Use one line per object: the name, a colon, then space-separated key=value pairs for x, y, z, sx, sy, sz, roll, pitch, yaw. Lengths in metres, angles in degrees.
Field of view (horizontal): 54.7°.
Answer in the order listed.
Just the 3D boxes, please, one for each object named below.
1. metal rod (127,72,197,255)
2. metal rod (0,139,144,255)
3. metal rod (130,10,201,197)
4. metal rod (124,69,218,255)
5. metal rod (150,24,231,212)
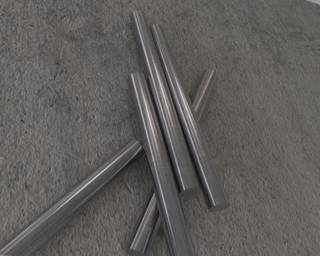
metal rod: x=0.003 y=0.054 z=0.341 sx=0.025 sy=0.025 sz=0.299 roll=3 pitch=53 yaw=-27
metal rod: x=-0.117 y=0.101 z=0.279 sx=0.025 sy=0.025 sz=0.302 roll=46 pitch=51 yaw=4
metal rod: x=-0.001 y=-0.053 z=0.416 sx=0.025 sy=0.025 sz=0.299 roll=3 pitch=55 yaw=-27
metal rod: x=0.028 y=0.021 z=0.405 sx=0.025 sy=0.025 sz=0.301 roll=32 pitch=51 yaw=-8
metal rod: x=0.028 y=-0.035 z=0.414 sx=0.025 sy=0.025 sz=0.299 roll=3 pitch=53 yaw=-27
